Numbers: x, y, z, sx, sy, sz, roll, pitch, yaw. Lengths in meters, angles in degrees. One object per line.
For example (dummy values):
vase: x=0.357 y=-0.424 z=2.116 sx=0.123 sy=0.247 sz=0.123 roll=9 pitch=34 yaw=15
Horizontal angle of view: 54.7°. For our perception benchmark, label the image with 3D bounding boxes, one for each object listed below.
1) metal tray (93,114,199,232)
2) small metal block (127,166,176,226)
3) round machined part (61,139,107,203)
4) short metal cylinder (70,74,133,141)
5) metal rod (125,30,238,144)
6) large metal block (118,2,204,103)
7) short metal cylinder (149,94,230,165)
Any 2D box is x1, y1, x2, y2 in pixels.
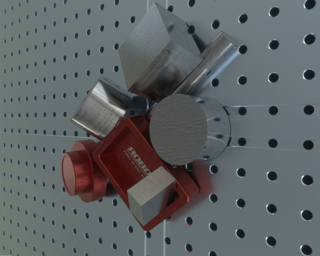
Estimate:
metal tray: x=-0.022 y=0.058 z=0.406 sx=0.090 sy=0.030 sz=0.130 roll=-45 pitch=76 yaw=31
small metal block: x=-0.009 y=0.080 z=0.362 sx=0.025 sy=0.050 sz=0.050 roll=41 pitch=150 yaw=30
round machined part: x=-0.124 y=0.068 z=0.483 sx=0.098 sy=0.042 sz=0.097 roll=14 pitch=107 yaw=54
short metal cylinder: x=-0.082 y=-0.029 z=0.434 sx=0.080 sy=0.050 sz=0.080 roll=-49 pitch=18 yaw=22
metal rod: x=-0.013 y=-0.009 z=0.422 sx=0.299 sy=0.025 sz=0.025 roll=-45 pitch=63 yaw=31
large metal block: x=-0.003 y=-0.091 z=0.380 sx=0.080 sy=0.050 sz=0.080 roll=-44 pitch=44 yaw=31
short metal cylinder: x=0.034 y=0.002 z=0.364 sx=0.080 sy=0.050 sz=0.079 roll=0 pitch=90 yaw=40
